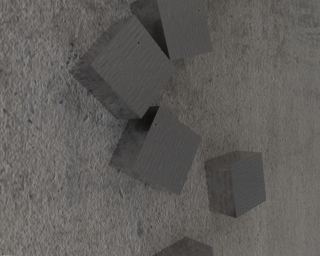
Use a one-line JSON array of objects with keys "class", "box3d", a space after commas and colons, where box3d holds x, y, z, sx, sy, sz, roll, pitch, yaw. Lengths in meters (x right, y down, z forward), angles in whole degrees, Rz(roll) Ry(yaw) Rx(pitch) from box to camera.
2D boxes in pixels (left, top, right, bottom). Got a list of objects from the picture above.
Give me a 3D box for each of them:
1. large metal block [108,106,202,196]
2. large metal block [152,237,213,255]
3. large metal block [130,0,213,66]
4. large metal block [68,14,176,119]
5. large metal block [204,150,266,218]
[{"class": "large metal block", "box3d": [-0.004, 0.028, 0.385, 0.080, 0.050, 0.080, 35, 68, -34]}, {"class": "large metal block", "box3d": [0.029, 0.205, 0.413, 0.081, 0.050, 0.079, -13, 99, -39]}, {"class": "large metal block", "box3d": [0.017, -0.129, 0.402, 0.081, 0.050, 0.080, -22, 104, -38]}, {"class": "large metal block", "box3d": [-0.040, -0.066, 0.354, 0.080, 0.050, 0.080, 48, 62, -30]}, {"class": "large metal block", "box3d": [0.120, 0.085, 0.489, 0.081, 0.050, 0.079, -13, 98, -39]}]
